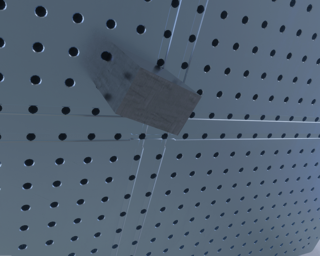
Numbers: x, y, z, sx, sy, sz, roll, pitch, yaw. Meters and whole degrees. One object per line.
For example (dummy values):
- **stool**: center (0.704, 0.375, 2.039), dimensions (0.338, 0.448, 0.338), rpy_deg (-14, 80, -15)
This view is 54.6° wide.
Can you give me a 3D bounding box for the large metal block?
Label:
- **large metal block**: center (-0.016, -0.042, 0.340), dimensions (0.080, 0.080, 0.050), rpy_deg (20, 108, -36)
